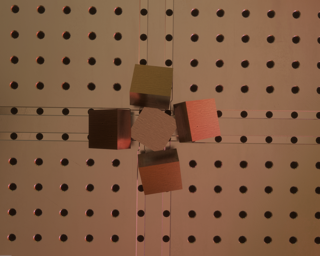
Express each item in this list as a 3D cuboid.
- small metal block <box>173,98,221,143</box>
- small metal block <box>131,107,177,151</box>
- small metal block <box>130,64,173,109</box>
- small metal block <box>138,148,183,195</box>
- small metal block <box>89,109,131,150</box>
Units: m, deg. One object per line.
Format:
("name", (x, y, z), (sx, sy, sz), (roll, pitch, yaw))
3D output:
("small metal block", (0.048, -0.010, 0.402), (0.050, 0.025, 0.050), (-10, 90, -35))
("small metal block", (-0.008, 0.001, 0.413), (0.050, 0.025, 0.050), (31, 90, -1))
("small metal block", (-0.011, -0.054, 0.401), (0.050, 0.025, 0.050), (6, 54, 0))
("small metal block", (0.001, 0.057, 0.401), (0.050, 0.025, 0.050), (-9, 126, 0))
("small metal block", (-0.065, 0.002, 0.401), (0.050, 0.025, 0.050), (0, 90, 34))
